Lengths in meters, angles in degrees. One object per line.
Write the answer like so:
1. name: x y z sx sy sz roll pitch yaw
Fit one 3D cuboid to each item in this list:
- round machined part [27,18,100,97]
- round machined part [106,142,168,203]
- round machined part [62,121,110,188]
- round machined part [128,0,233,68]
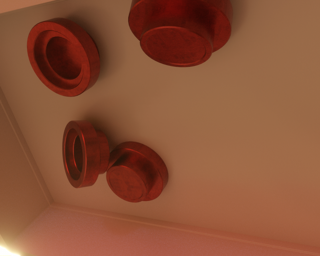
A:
1. round machined part: -0.119 -0.093 0.403 0.098 0.042 0.097 13 124 21
2. round machined part: -0.041 0.072 0.464 0.098 0.042 0.097 13 124 21
3. round machined part: -0.108 0.037 0.457 0.098 0.042 0.097 6 97 55
4. round machined part: 0.018 -0.093 0.296 0.099 0.042 0.098 8 163 3
